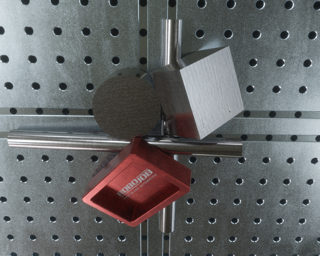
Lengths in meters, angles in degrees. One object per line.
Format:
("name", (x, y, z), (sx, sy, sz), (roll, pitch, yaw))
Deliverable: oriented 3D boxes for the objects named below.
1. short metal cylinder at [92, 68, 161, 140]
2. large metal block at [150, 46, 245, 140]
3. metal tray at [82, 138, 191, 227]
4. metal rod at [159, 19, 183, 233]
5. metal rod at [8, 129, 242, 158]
("short metal cylinder", (-0.039, -0.032, 0.388), (0.081, 0.050, 0.079), (0, 110, 0))
("large metal block", (0.046, -0.042, 0.364), (0.081, 0.050, 0.080), (-31, 113, -31))
("metal tray", (-0.033, 0.077, 0.411), (0.090, 0.030, 0.129), (34, 127, -18))
("metal rod", (0.013, 0.011, 0.417), (0.025, 0.025, 0.298), (1, 110, -1))
("metal rod", (-0.049, 0.020, 0.402), (0.302, 0.025, 0.025), (2, 110, 6))
